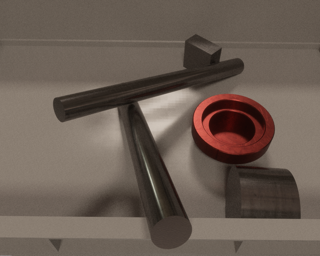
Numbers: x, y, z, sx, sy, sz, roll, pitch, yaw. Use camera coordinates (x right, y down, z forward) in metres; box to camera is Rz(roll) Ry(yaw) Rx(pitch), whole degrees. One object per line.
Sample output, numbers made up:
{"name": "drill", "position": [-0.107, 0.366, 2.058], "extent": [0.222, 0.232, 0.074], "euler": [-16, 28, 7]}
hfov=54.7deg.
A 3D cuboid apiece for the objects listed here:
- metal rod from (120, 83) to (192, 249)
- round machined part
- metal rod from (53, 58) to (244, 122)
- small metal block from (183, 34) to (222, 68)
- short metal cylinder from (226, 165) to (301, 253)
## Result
{"name": "metal rod", "position": [-0.023, 0.004, 0.318], "extent": [0.025, 0.025, 0.300], "euler": [-10, 25, -8]}
{"name": "round machined part", "position": [0.089, 0.006, 0.391], "extent": [0.099, 0.042, 0.098], "euler": [0, 50, 0]}
{"name": "metal rod", "position": [0.012, -0.058, 0.396], "extent": [0.302, 0.025, 0.025], "euler": [-20, 51, -39]}
{"name": "small metal block", "position": [0.065, -0.110, 0.482], "extent": [0.050, 0.050, 0.025], "euler": [37, 59, 26]}
{"name": "short metal cylinder", "position": [0.097, 0.078, 0.305], "extent": [0.050, 0.080, 0.080], "euler": [4, 50, 3]}
